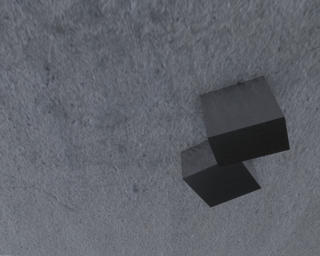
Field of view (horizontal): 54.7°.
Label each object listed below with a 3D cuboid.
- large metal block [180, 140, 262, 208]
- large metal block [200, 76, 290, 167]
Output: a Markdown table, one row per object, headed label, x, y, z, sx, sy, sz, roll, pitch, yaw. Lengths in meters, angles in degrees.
| label | x | y | z | sx | sy | sz | roll | pitch | yaw |
| --- | --- | --- | --- | --- | --- | --- | --- | --- | --- |
| large metal block | 0.086 | 0.060 | 0.444 | 0.080 | 0.050 | 0.080 | -27 | 125 | 21 |
| large metal block | 0.097 | -0.009 | 0.365 | 0.080 | 0.080 | 0.050 | -16 | 128 | 13 |
